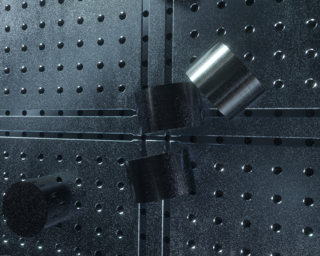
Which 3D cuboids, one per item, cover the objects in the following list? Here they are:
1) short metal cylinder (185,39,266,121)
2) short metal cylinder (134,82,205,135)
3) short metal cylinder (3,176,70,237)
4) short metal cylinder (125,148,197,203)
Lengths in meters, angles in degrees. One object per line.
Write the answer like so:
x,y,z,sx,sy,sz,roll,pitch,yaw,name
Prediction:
0.074,-0.055,0.357,0.050,0.080,0.080,-43,77,15,short metal cylinder
0.011,-0.022,0.379,0.080,0.080,0.050,-10,87,19,short metal cylinder
-0.184,0.115,0.462,0.080,0.050,0.079,0,90,19,short metal cylinder
0.000,0.057,0.382,0.080,0.080,0.050,-14,86,19,short metal cylinder
